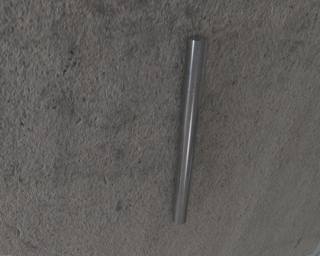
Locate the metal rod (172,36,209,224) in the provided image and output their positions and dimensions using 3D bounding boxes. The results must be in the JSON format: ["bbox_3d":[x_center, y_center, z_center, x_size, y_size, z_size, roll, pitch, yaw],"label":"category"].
[{"bbox_3d":[0.038,0.023,0.440,0.025,0.025,0.298,-11,123,-22],"label":"metal rod"}]
